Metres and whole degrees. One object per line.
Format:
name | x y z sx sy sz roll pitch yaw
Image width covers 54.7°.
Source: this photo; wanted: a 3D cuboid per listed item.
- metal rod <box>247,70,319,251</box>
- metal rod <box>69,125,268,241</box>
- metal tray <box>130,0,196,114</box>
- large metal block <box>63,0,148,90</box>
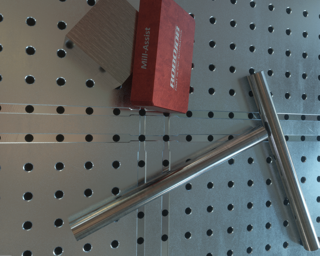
metal rod | 0.196 0.056 0.487 0.025 0.025 0.298 -24 98 -19
metal rod | 0.025 0.066 0.423 0.302 0.025 0.025 -24 99 -19
metal tray | 0.007 -0.087 0.387 0.090 0.030 0.129 8 87 -59
large metal block | -0.058 -0.106 0.378 0.080 0.050 0.080 41 77 -16
